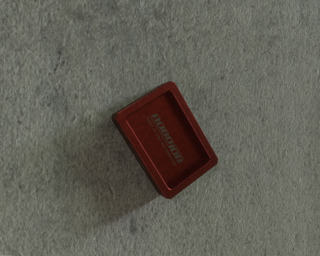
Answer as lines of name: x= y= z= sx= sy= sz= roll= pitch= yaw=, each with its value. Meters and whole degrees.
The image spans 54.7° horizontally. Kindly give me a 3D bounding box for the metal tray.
metal tray: x=0.008 y=0.016 z=0.410 sx=0.090 sy=0.030 sz=0.130 roll=-34 pitch=101 yaw=-17
